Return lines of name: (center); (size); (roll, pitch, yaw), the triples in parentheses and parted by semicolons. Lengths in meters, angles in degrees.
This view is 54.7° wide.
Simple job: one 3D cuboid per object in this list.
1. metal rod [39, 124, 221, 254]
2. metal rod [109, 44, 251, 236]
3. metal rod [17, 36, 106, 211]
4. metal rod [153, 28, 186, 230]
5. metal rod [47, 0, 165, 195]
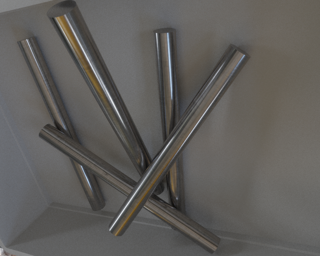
metal rod: (-0.048, 0.085, 0.450); (0.301, 0.025, 0.025); (33, 129, 6)
metal rod: (0.010, 0.033, 0.382); (0.025, 0.025, 0.298); (35, 116, 5)
metal rod: (-0.147, 0.008, 0.488); (0.025, 0.025, 0.298); (-2, 118, 29)
metal rod: (0.017, 0.022, 0.412); (0.025, 0.025, 0.298); (9, 122, 23)
metal rod: (-0.042, -0.002, 0.357); (0.025, 0.025, 0.299); (8, 144, 24)
